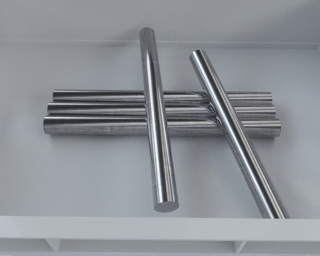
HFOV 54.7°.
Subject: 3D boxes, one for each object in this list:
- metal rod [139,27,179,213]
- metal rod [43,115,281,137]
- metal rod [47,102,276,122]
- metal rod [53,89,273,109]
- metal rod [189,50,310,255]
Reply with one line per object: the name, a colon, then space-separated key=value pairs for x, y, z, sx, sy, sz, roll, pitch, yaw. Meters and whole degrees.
metal rod: x=-0.007 y=-0.036 z=0.401 sx=0.025 sy=0.025 sz=0.300 roll=-4 pitch=50 yaw=-4
metal rod: x=0.003 y=-0.002 z=0.405 sx=0.302 sy=0.025 sz=0.025 roll=1 pitch=50 yaw=0
metal rod: x=0.002 y=-0.021 z=0.421 sx=0.302 sy=0.025 sz=0.025 roll=1 pitch=50 yaw=0
metal rod: x=0.004 y=-0.040 z=0.437 sx=0.302 sy=0.025 sz=0.025 roll=1 pitch=50 yaw=0
metal rod: x=0.094 y=0.019 z=0.363 sx=0.025 sy=0.025 sz=0.299 roll=-12 pitch=58 yaw=-10
